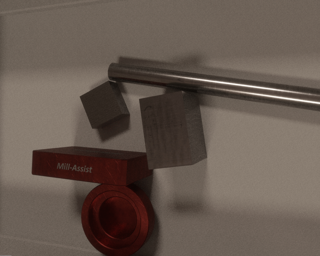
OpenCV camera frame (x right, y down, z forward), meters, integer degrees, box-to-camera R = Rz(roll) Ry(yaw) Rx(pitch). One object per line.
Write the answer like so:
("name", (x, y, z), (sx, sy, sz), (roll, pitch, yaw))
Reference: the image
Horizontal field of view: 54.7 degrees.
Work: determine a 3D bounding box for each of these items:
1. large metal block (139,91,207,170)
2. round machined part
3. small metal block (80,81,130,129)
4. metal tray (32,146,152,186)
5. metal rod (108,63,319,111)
("large metal block", (0.019, 0.003, 0.374), (0.050, 0.080, 0.080), (-9, 87, 19))
("round machined part", (-0.053, 0.119, 0.419), (0.098, 0.042, 0.097), (0, 90, 19))
("small metal block", (-0.078, -0.032, 0.437), (0.050, 0.025, 0.050), (-25, 82, 18))
("metal tray", (-0.085, 0.046, 0.404), (0.130, 0.090, 0.030), (3, 91, 19))
("metal rod", (0.073, -0.052, 0.384), (0.301, 0.025, 0.025), (11, 94, 19))
